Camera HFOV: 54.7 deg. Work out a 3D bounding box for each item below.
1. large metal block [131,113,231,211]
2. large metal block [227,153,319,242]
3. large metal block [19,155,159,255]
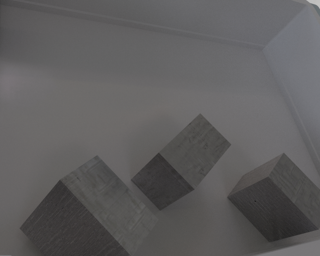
[{"bbox_3d":[0.023,0.040,0.358,0.050,0.080,0.080,46,51,3],"label":"large metal block"},{"bbox_3d":[0.148,0.090,0.395,0.080,0.080,0.050,47,51,4],"label":"large metal block"},{"bbox_3d":[-0.063,0.086,0.276,0.080,0.080,0.050,46,29,4],"label":"large metal block"}]
